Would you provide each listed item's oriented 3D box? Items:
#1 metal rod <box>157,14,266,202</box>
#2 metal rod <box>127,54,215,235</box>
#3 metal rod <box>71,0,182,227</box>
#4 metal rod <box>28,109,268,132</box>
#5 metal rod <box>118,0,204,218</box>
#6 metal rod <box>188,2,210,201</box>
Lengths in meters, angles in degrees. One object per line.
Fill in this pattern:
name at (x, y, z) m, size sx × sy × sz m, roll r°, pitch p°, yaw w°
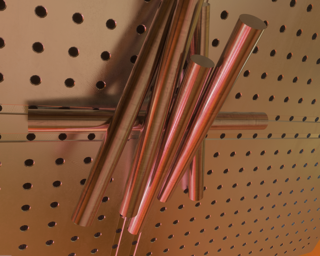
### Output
metal rod at (0.043, 0.006, 0.373) m, size 0.025 × 0.025 × 0.298 m, roll -7°, pitch 142°, yaw -25°
metal rod at (0.001, 0.045, 0.396) m, size 0.025 × 0.025 × 0.298 m, roll -3°, pitch 133°, yaw -27°
metal rod at (-0.029, -0.032, 0.336) m, size 0.025 × 0.025 × 0.299 m, roll 20°, pitch 96°, yaw -36°
metal rod at (0.002, -0.009, 0.382) m, size 0.302 × 0.025 × 0.025 m, roll 0°, pitch 119°, yaw -20°
metal rod at (0.000, -0.025, 0.341) m, size 0.025 × 0.025 × 0.298 m, roll 3°, pitch 116°, yaw -30°
metal rod at (0.051, -0.014, 0.429) m, size 0.025 × 0.025 × 0.298 m, roll -16°, pitch 125°, yaw -19°
